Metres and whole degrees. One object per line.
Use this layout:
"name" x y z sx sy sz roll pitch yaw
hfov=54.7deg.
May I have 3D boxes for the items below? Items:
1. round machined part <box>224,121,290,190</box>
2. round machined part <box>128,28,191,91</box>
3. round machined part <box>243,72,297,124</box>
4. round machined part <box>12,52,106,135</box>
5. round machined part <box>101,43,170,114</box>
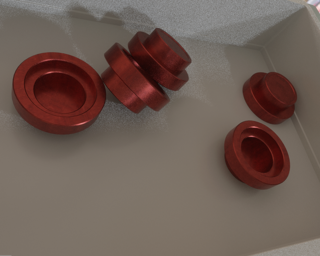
"round machined part" 0.133 0.042 0.443 0.099 0.042 0.098 14 56 -21
"round machined part" 0.006 -0.102 0.436 0.098 0.042 0.098 37 25 -20
"round machined part" 0.197 -0.059 0.540 0.099 0.042 0.098 14 56 -21
"round machined part" -0.116 -0.035 0.355 0.099 0.042 0.098 14 56 -21
"round machined part" -0.035 -0.056 0.390 0.098 0.042 0.098 47 10 -10
